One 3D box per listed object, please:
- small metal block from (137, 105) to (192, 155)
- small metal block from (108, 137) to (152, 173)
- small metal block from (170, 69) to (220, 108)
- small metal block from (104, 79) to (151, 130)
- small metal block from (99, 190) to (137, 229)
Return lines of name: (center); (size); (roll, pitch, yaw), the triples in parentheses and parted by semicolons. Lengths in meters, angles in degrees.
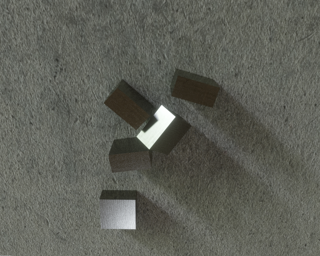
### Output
small metal block: (0.006, 0.004, 0.393); (0.025, 0.050, 0.050); (43, 99, 29)
small metal block: (-0.037, 0.033, 0.408); (0.050, 0.050, 0.025); (-7, 110, 2)
small metal block: (0.041, -0.050, 0.378); (0.050, 0.050, 0.025); (15, 109, -6)
small metal block: (-0.038, -0.030, 0.385); (0.050, 0.050, 0.025); (41, 105, -14)
small metal block: (-0.060, 0.119, 0.453); (0.050, 0.025, 0.050); (1, 110, -1)
